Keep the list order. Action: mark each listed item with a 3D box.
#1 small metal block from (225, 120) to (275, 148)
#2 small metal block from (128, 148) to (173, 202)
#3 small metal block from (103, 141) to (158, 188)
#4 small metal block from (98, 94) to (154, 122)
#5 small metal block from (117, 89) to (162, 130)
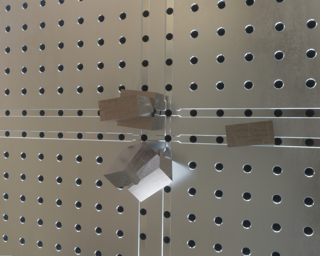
[{"bbox_3d":[0.106,0.007,0.362,0.050,0.050,0.025,-7,88,19],"label":"small metal block"},{"bbox_3d":[-0.012,0.060,0.399,0.050,0.050,0.025,-36,109,16],"label":"small metal block"},{"bbox_3d":[-0.038,0.048,0.400,0.025,0.050,0.050,49,142,-18],"label":"small metal block"},{"bbox_3d":[-0.041,-0.023,0.386,0.050,0.050,0.025,-7,88,19],"label":"small metal block"},{"bbox_3d":[-0.028,-0.025,0.421,0.050,0.025,0.050,8,93,19],"label":"small metal block"}]
